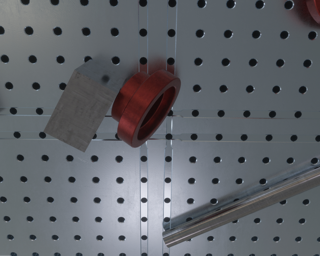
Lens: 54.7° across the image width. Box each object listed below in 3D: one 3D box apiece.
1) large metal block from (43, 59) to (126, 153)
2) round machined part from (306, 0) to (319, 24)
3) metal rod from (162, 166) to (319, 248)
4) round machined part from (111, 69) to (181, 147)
[{"bbox_3d":[-0.087,-0.030,0.372,0.050,0.080,0.080,29,107,-10],"label":"large metal block"},{"bbox_3d":[0.212,-0.159,0.347,0.099,0.042,0.097,0,110,0],"label":"round machined part"},{"bbox_3d":[0.143,0.108,0.454,0.301,0.025,0.025,-26,108,9],"label":"metal rod"},{"bbox_3d":[-0.020,-0.028,0.369,0.042,0.098,0.097,34,108,12],"label":"round machined part"}]
